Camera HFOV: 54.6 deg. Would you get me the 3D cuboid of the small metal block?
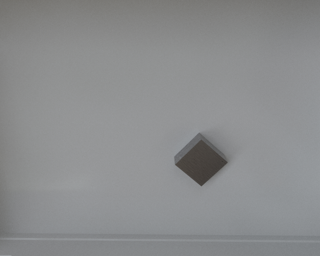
[{"bbox_3d":[0.056,0.043,0.428,0.050,0.025,0.050,41,105,-14],"label":"small metal block"}]
